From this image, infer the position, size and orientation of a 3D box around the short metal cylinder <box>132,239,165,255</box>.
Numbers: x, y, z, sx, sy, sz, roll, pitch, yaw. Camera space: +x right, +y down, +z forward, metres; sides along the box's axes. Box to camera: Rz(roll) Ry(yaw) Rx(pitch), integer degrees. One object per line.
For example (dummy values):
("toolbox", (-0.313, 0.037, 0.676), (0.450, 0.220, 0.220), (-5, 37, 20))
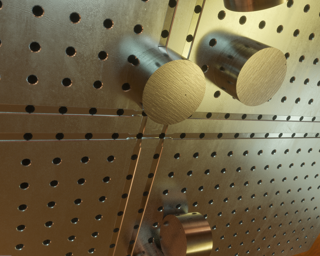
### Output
("short metal cylinder", (-0.006, 0.244, 0.545), (0.081, 0.050, 0.079), (-14, 125, -21))

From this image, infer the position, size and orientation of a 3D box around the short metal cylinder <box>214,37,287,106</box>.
("short metal cylinder", (0.121, -0.076, 0.416), (0.081, 0.050, 0.079), (-14, 124, -21))

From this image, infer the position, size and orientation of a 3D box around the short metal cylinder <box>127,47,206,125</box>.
("short metal cylinder", (0.007, -0.050, 0.369), (0.081, 0.050, 0.079), (-14, 124, -21))

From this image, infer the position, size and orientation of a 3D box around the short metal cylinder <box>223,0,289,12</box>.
("short metal cylinder", (0.105, -0.166, 0.332), (0.080, 0.080, 0.050), (-29, 129, -10))

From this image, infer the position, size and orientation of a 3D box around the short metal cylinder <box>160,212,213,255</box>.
("short metal cylinder", (0.042, 0.183, 0.514), (0.050, 0.080, 0.079), (4, 117, -31))
